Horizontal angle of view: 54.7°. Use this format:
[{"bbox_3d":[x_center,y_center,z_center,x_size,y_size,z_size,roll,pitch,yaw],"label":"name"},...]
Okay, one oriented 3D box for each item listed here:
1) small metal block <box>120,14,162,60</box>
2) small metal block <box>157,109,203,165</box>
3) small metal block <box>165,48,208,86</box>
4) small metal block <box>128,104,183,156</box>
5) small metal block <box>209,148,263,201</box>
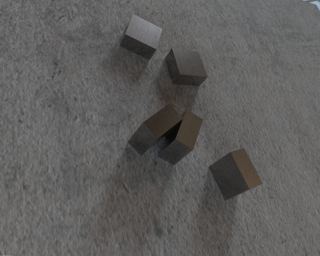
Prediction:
[{"bbox_3d":[-0.028,-0.140,0.475,0.050,0.025,0.050,23,53,-15],"label":"small metal block"},{"bbox_3d":[0.026,0.013,0.396,0.025,0.050,0.050,31,52,-9],"label":"small metal block"},{"bbox_3d":[0.041,-0.095,0.486,0.050,0.025,0.050,0,62,-29],"label":"small metal block"},{"bbox_3d":[-0.006,0.003,0.384,0.025,0.050,0.050,48,51,5],"label":"small metal block"},{"bbox_3d":[0.097,0.061,0.405,0.025,0.050,0.050,-11,68,-33],"label":"small metal block"}]
